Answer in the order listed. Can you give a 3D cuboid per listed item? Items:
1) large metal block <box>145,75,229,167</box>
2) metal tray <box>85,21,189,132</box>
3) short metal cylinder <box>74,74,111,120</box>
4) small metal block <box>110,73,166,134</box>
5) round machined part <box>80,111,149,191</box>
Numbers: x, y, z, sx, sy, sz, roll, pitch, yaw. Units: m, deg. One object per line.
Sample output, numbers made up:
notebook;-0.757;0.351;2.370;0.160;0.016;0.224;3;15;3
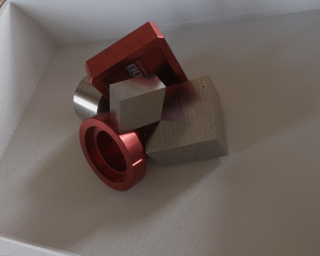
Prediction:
large metal block;0.030;-0.006;0.365;0.080;0.050;0.080;-13;61;20
metal tray;-0.015;-0.053;0.375;0.090;0.130;0.030;-31;53;8
short metal cylinder;-0.069;-0.035;0.424;0.050;0.080;0.080;25;75;36
small metal block;-0.025;-0.026;0.328;0.050;0.050;0.025;-20;55;-24
round machined part;-0.051;0.025;0.379;0.098;0.097;0.042;22;38;36
